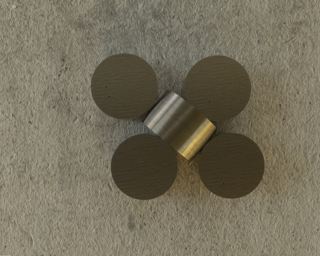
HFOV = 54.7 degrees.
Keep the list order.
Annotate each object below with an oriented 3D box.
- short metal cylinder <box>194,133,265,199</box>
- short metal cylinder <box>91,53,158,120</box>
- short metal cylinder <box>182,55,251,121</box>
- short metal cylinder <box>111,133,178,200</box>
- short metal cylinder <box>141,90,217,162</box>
[{"bbox_3d":[0.086,0.045,0.399,0.081,0.050,0.079,0,90,-1],"label":"short metal cylinder"},{"bbox_3d":[-0.043,-0.050,0.397,0.081,0.050,0.079,0,90,-1],"label":"short metal cylinder"},{"bbox_3d":[0.070,-0.048,0.398,0.081,0.050,0.079,0,90,-1],"label":"short metal cylinder"},{"bbox_3d":[-0.019,0.047,0.397,0.081,0.050,0.079,0,90,-1],"label":"short metal cylinder"},{"bbox_3d":[0.023,-0.003,0.384,0.080,0.080,0.050,40,90,-1],"label":"short metal cylinder"}]
